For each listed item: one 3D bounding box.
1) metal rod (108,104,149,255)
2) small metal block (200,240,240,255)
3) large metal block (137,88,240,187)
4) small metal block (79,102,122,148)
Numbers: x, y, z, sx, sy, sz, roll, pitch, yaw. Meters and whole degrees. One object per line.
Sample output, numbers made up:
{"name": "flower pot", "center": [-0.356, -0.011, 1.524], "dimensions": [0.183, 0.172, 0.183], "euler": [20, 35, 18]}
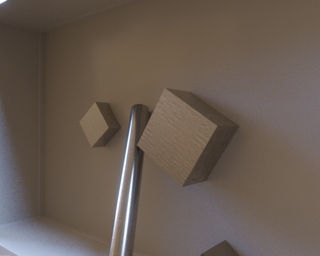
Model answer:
{"name": "metal rod", "center": [-0.038, 0.096, 0.344], "dimensions": [0.025, 0.025, 0.300], "euler": [-27, 44, 36]}
{"name": "small metal block", "center": [0.069, 0.155, 0.332], "dimensions": [0.050, 0.050, 0.025], "euler": [45, 117, 30]}
{"name": "large metal block", "center": [0.031, 0.009, 0.364], "dimensions": [0.080, 0.050, 0.079], "euler": [40, 114, 32]}
{"name": "small metal block", "center": [-0.094, -0.005, 0.481], "dimensions": [0.050, 0.025, 0.050], "euler": [-45, 63, 30]}
